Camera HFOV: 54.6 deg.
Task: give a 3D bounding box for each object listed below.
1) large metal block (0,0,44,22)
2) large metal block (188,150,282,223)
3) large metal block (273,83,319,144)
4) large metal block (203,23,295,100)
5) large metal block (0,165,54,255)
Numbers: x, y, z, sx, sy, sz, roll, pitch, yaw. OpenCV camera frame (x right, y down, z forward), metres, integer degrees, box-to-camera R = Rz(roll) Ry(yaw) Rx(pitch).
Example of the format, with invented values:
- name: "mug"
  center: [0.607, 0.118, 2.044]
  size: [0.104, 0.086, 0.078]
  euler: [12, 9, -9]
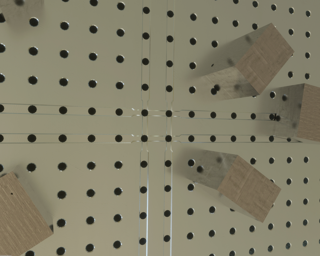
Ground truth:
- name: "large metal block"
  center: [-0.167, -0.170, 0.321]
  size: [0.050, 0.080, 0.080]
  euler: [-37, 102, -16]
- name: "large metal block"
  center: [0.098, 0.076, 0.419]
  size: [0.080, 0.080, 0.050]
  euler: [37, 78, -16]
- name: "large metal block"
  center: [0.232, -0.019, 0.484]
  size: [0.081, 0.050, 0.080]
  euler: [11, 86, -20]
- name: "large metal block"
  center: [0.119, -0.088, 0.427]
  size: [0.050, 0.080, 0.080]
  euler: [45, 76, -15]
- name: "large metal block"
  center: [-0.174, 0.098, 0.335]
  size: [0.080, 0.050, 0.080]
  euler: [-31, 100, -17]
